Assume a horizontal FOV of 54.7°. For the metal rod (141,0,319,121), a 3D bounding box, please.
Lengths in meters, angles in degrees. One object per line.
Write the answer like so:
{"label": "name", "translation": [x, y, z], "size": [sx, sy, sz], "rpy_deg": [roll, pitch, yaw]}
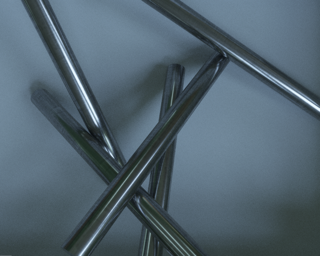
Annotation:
{"label": "metal rod", "translation": [0.094, -0.096, 0.388], "size": [0.301, 0.025, 0.025], "rpy_deg": [31, 90, -10]}

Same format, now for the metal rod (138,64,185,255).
{"label": "metal rod", "translation": [0.001, 0.056, 0.350], "size": [0.025, 0.025, 0.299], "rpy_deg": [9, 65, 0]}

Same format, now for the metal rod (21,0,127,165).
{"label": "metal rod", "translation": [-0.095, -0.050, 0.355], "size": [0.025, 0.025, 0.299], "rpy_deg": [-22, 113, 0]}

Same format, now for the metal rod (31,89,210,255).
{"label": "metal rod", "translation": [-0.059, 0.044, 0.342], "size": [0.300, 0.025, 0.025], "rpy_deg": [40, 90, 28]}

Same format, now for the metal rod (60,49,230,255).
{"label": "metal rod", "translation": [0.005, 0.005, 0.337], "size": [0.025, 0.025, 0.301], "rpy_deg": [38, 59, 0]}
